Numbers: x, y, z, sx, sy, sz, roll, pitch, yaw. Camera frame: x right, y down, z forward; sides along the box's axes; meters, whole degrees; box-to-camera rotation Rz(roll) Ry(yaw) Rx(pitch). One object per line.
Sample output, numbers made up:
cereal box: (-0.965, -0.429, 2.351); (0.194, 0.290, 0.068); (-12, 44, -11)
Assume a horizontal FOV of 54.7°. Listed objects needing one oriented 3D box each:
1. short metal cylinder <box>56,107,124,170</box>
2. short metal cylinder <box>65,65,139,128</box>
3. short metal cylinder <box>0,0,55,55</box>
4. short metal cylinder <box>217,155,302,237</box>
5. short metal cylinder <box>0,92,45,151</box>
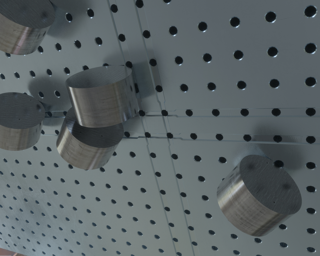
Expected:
short metal cylinder: (-0.097, 0.011, 0.432); (0.080, 0.080, 0.050); (37, 129, 3)
short metal cylinder: (-0.070, -0.041, 0.386); (0.080, 0.080, 0.050); (6, 121, 25)
short metal cylinder: (-0.179, -0.138, 0.382); (0.080, 0.080, 0.050); (48, 129, -6)
short metal cylinder: (0.115, 0.078, 0.363); (0.080, 0.080, 0.050); (34, 129, 5)
short metal cylinder: (-0.226, -0.011, 0.485); (0.080, 0.080, 0.050); (34, 129, 5)
